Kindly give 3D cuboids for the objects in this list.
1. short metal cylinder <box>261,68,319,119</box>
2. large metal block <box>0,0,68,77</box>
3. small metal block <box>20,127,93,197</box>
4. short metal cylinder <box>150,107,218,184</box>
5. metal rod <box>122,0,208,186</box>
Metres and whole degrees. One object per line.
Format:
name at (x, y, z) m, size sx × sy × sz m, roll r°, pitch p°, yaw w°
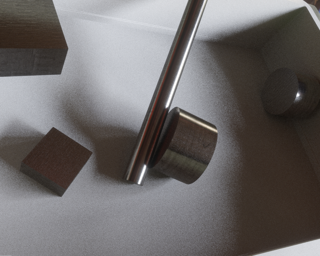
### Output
short metal cylinder at (0.221, -0.058, 0.528) m, size 0.050 × 0.080 × 0.080 m, roll 9°, pitch 58°, yaw -24°
large metal block at (-0.164, -0.109, 0.368) m, size 0.081 × 0.050 × 0.080 m, roll -9°, pitch 67°, yaw -32°
small metal block at (-0.108, 0.035, 0.326) m, size 0.050 × 0.025 × 0.050 m, roll 34°, pitch 51°, yaw -6°
short metal cylinder at (0.025, 0.021, 0.373) m, size 0.050 × 0.080 × 0.080 m, roll 25°, pitch 53°, yaw -13°
metal rod at (0.016, -0.074, 0.393) m, size 0.025 × 0.025 × 0.299 m, roll 24°, pitch 74°, yaw -15°
